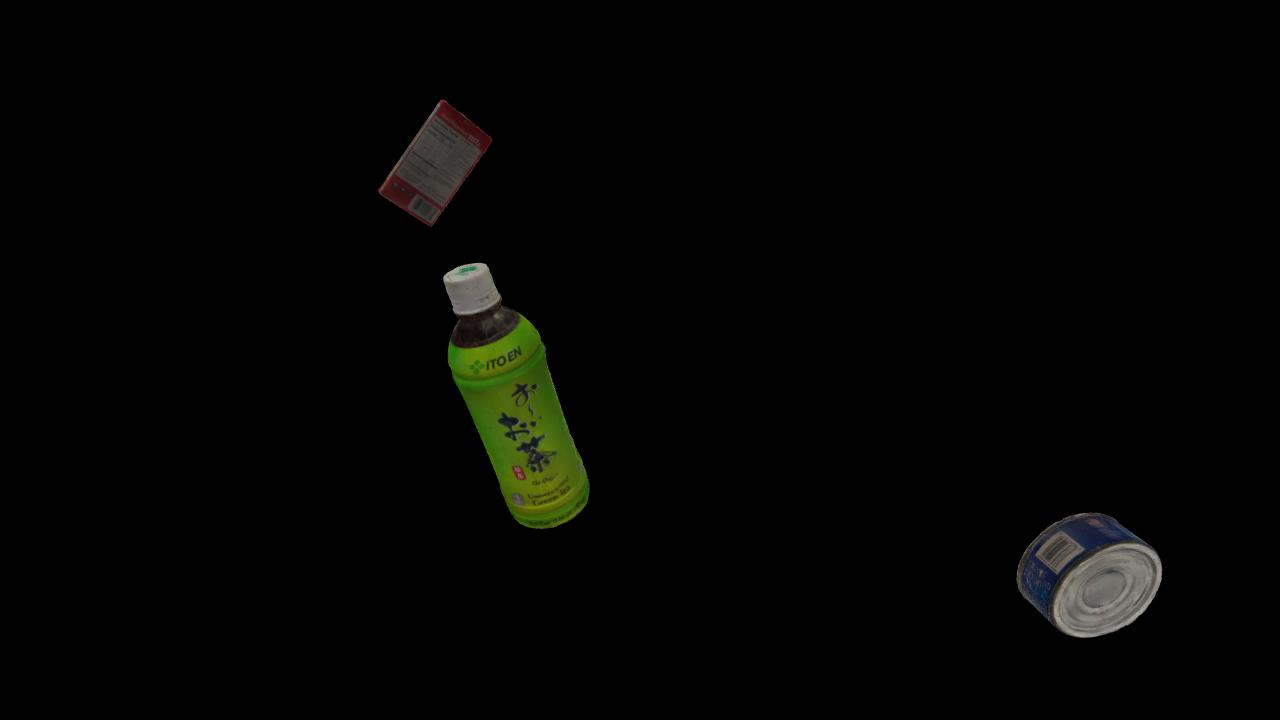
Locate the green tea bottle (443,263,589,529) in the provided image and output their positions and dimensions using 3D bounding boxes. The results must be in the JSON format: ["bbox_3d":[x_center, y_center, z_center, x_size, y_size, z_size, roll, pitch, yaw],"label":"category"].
[{"bbox_3d":[-0.095,0.030,0.457,0.073,0.212,0.073,-11,32,7],"label":"green tea bottle"}]

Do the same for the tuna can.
[{"bbox_3d":[0.313,0.150,0.428,0.084,0.084,0.034,0,21,-9],"label":"tuna can"}]

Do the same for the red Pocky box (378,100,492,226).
[{"bbox_3d":[-0.285,-0.273,0.859,0.083,0.155,0.028,34,8,-34],"label":"red Pocky box"}]
